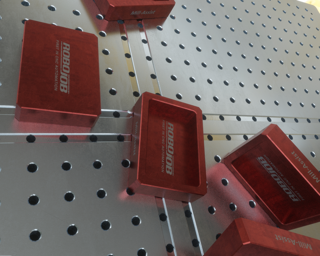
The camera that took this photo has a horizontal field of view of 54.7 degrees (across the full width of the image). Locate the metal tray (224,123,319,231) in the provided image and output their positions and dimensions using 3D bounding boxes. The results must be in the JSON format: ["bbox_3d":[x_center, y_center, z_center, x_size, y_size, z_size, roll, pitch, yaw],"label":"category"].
[{"bbox_3d":[0.158,0.068,0.412,0.030,0.090,0.130,-34,81,-38],"label":"metal tray"}]

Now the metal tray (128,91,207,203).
[{"bbox_3d":[0.011,0.023,0.398,0.091,0.030,0.130,15,56,-20],"label":"metal tray"}]

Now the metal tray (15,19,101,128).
[{"bbox_3d":[-0.123,-0.067,0.381,0.091,0.030,0.130,6,59,-26],"label":"metal tray"}]

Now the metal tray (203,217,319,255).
[{"bbox_3d":[0.117,0.151,0.336,0.131,0.089,0.030,20,29,-17],"label":"metal tray"}]

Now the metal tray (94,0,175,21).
[{"bbox_3d":[-0.048,-0.227,0.518,0.131,0.030,0.090,-18,72,-35],"label":"metal tray"}]
